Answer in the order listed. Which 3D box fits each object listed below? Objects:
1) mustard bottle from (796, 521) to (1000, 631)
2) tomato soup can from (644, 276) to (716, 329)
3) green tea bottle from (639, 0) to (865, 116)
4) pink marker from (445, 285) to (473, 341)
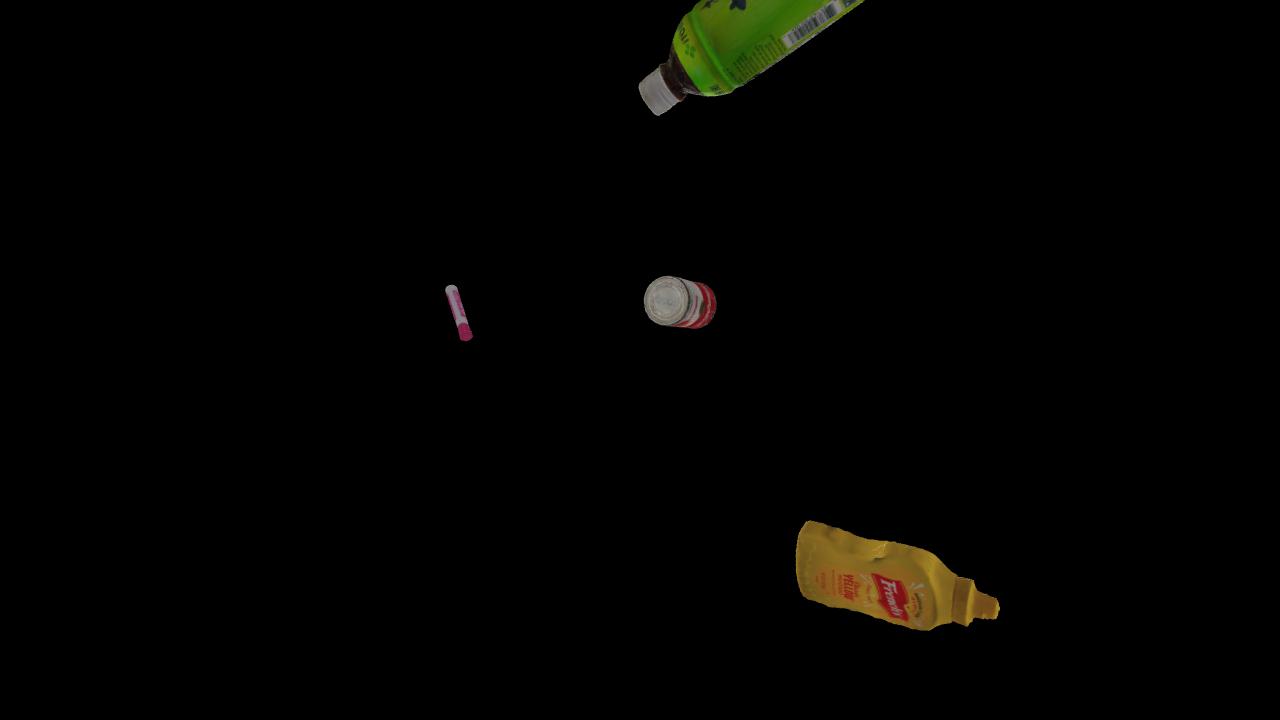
[{"bbox_3d":[0.251,0.220,0.610,0.184,0.092,0.054,5,21,34],"label":"mustard bottle"},{"bbox_3d":[0.056,-0.078,0.841,0.068,0.068,0.101,0,0,28],"label":"tomato soup can"},{"bbox_3d":[0.090,-0.256,0.457,0.212,0.073,0.073,-28,-15,29],"label":"green tea bottle"},{"bbox_3d":[-0.275,-0.071,0.932,0.020,0.020,0.121,0,42,-31],"label":"pink marker"}]
